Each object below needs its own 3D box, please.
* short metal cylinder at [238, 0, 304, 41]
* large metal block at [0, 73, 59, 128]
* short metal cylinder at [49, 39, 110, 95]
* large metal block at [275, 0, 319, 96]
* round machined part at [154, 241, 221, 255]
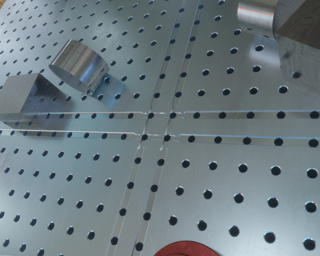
[{"bbox_3d":[0.144,-0.155,0.392,0.050,0.080,0.080,33,80,38],"label":"short metal cylinder"},{"bbox_3d":[-0.239,-0.047,0.547,0.080,0.050,0.080,0,62,28],"label":"large metal block"},{"bbox_3d":[-0.130,-0.096,0.501,0.080,0.080,0.050,20,73,35],"label":"short metal cylinder"},{"bbox_3d":[0.178,-0.096,0.338,0.080,0.080,0.050,-47,51,-4],"label":"large metal block"},{"bbox_3d":[0.022,0.156,0.290,0.098,0.042,0.098,-13,56,21],"label":"round machined part"}]
